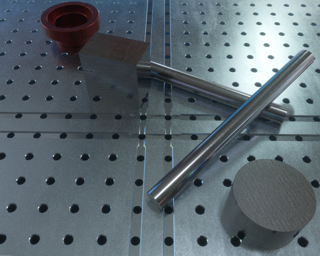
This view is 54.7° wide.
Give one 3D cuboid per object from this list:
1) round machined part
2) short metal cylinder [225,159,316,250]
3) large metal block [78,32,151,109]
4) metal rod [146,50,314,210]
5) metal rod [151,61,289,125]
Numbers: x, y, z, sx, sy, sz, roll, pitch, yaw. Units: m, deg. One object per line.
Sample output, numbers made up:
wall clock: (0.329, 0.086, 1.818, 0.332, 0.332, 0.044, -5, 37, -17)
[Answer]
round machined part: (-0.154, -0.178, 0.545, 0.099, 0.042, 0.098, 0, 50, 0)
short metal cylinder: (0.113, 0.080, 0.326, 0.081, 0.050, 0.080, 0, 50, 0)
large metal block: (-0.060, -0.081, 0.439, 0.080, 0.080, 0.050, 14, 52, 11)
metal rod: (0.102, -0.011, 0.393, 0.301, 0.025, 0.025, -40, 61, -20)
metal rod: (0.038, -0.071, 0.467, 0.301, 0.025, 0.025, 22, 53, 17)
